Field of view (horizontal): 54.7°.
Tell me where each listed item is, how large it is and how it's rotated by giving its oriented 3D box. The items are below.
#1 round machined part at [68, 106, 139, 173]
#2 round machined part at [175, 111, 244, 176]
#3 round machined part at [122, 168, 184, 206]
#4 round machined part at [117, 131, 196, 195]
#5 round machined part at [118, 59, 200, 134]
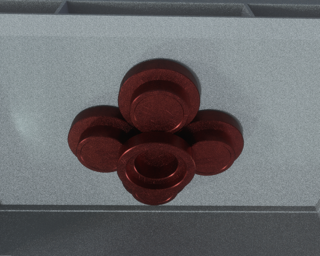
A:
[{"bbox_3d":[-0.073,0.022,0.413,0.099,0.042,0.097,0,130,0],"label":"round machined part"},{"bbox_3d":[0.064,0.027,0.419,0.099,0.042,0.097,0,130,0],"label":"round machined part"},{"bbox_3d":[-0.008,0.078,0.461,0.099,0.042,0.097,-1,129,-1],"label":"round machined part"},{"bbox_3d":[-0.005,0.040,0.402,0.099,0.042,0.097,0,130,0],"label":"round machined part"},{"bbox_3d":[-0.001,-0.028,0.370,0.099,0.042,0.097,0,130,0],"label":"round machined part"}]
